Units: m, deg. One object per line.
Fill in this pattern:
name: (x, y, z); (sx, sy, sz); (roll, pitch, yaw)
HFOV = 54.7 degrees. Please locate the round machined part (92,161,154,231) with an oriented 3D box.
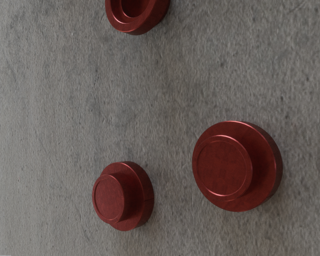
round machined part: (-0.059, 0.098, 0.440); (0.098, 0.042, 0.097); (0, 90, 39)

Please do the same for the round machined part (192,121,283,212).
round machined part: (0.075, 0.041, 0.331); (0.098, 0.042, 0.097); (0, 90, 39)

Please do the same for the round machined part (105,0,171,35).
round machined part: (-0.025, -0.173, 0.412); (0.098, 0.042, 0.097); (0, 90, 39)
